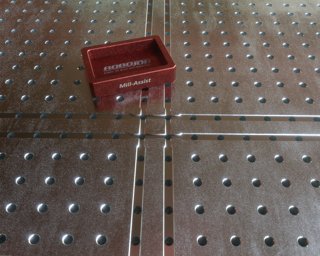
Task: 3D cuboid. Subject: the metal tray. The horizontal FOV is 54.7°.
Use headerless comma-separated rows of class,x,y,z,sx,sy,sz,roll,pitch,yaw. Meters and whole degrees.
metal tray,-0.051,-0.099,0.486,0.131,0.030,0.090,-13,51,-12
